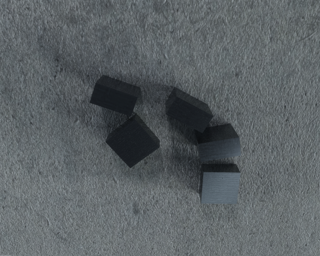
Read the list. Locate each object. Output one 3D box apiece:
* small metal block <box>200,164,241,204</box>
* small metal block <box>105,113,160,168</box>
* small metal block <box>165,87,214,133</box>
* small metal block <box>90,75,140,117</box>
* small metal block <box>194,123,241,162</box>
[{"bbox_3d":[0.084,0.079,0.440,0.050,0.025,0.050,1,110,-1],"label":"small metal block"},{"bbox_3d":[-0.036,0.017,0.416,0.050,0.025,0.050,-37,106,12],"label":"small metal block"},{"bbox_3d":[0.035,-0.024,0.388,0.050,0.050,0.025,27,108,-10],"label":"small metal block"},{"bbox_3d":[-0.053,-0.041,0.381,0.050,0.050,0.025,18,109,-7],"label":"small metal block"},{"bbox_3d":[0.073,0.018,0.404,0.050,0.050,0.025,-9,110,3],"label":"small metal block"}]
